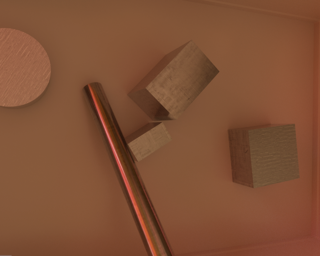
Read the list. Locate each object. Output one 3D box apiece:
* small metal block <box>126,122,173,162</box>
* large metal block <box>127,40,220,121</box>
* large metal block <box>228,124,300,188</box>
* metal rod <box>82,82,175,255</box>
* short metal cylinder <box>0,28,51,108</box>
[{"bbox_3d":[-0.020,0.016,0.391,0.050,0.050,0.025,-32,101,-17],"label":"small metal block"},{"bbox_3d":[0.014,-0.055,0.387,0.050,0.080,0.080,46,76,-15],"label":"large metal block"},{"bbox_3d":[0.152,0.038,0.455,0.081,0.050,0.079,-7,93,-20],"label":"large metal block"},{"bbox_3d":[-0.023,0.078,0.333,0.025,0.025,0.299,-19,69,-19],"label":"metal rod"},{"bbox_3d":[-0.162,-0.062,0.337,0.081,0.050,0.079,0,90,-21],"label":"short metal cylinder"}]
